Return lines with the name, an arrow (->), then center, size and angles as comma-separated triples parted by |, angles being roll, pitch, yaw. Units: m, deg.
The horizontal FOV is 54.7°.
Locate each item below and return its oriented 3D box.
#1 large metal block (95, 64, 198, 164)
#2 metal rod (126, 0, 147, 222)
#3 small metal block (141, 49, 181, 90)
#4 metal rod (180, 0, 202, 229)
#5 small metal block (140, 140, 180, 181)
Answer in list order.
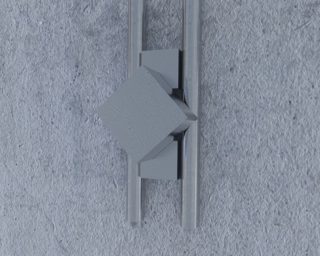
large metal block -> -0.015, -0.015, 0.373 | 0.080, 0.050, 0.080 | -43, 77, 15
metal rod -> -0.032, -0.025, 0.421 | 0.025, 0.025, 0.298 | 1, 90, 19
small metal block -> 0.004, -0.075, 0.407 | 0.050, 0.025, 0.050 | 1, 90, 19
metal rod -> 0.040, -0.024, 0.396 | 0.025, 0.025, 0.298 | 1, 90, 19
small metal block -> 0.002, 0.041, 0.407 | 0.050, 0.025, 0.050 | 1, 90, 19
